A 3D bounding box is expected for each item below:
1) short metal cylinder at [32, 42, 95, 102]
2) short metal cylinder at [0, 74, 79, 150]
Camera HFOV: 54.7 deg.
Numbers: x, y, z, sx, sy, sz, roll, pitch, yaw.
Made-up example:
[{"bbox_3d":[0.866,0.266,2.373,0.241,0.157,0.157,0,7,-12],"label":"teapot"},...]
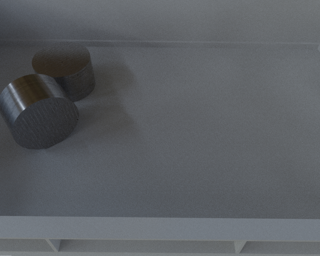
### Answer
[{"bbox_3d":[-0.139,-0.082,0.456,0.081,0.050,0.080,0,50,0],"label":"short metal cylinder"},{"bbox_3d":[-0.149,-0.020,0.384,0.081,0.080,0.050,-29,56,-22],"label":"short metal cylinder"}]
